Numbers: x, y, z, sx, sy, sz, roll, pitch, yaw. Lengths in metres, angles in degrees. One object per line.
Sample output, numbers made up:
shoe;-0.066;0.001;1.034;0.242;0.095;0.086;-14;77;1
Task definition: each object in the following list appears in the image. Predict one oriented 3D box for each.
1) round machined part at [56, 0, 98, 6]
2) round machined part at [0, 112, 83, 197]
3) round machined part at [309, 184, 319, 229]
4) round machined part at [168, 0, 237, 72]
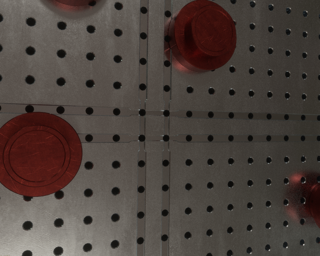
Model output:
round machined part;-0.102;-0.201;0.366;0.099;0.042;0.097;0;90;-21
round machined part;-0.139;0.030;0.353;0.099;0.042;0.097;0;90;-20
round machined part;0.290;0.127;0.513;0.099;0.042;0.097;0;90;-21
round machined part;0.065;-0.129;0.429;0.099;0.042;0.097;0;90;-21
